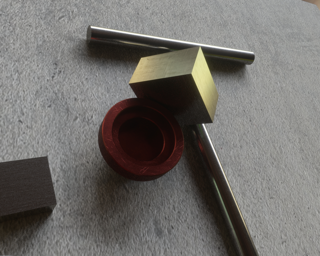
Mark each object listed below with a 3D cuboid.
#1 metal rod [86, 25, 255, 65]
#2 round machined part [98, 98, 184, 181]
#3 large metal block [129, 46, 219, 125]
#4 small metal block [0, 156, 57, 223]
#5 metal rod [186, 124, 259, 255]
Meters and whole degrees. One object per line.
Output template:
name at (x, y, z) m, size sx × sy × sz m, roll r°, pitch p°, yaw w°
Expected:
metal rod at (0.034, -0.130, 0.503) m, size 0.303 × 0.025 × 0.025 m, roll 0°, pitch 62°, yaw -29°
round machined part at (-0.025, 0.016, 0.368) m, size 0.099 × 0.042 × 0.098 m, roll 11°, pitch 61°, yaw -20°
large metal block at (0.021, -0.048, 0.390) m, size 0.080 × 0.080 × 0.050 m, roll 59°, pitch 38°, yaw -40°
small metal block at (-0.132, 0.058, 0.298) m, size 0.050 × 0.025 × 0.050 m, roll -6°, pitch 65°, yaw -31°
metal rod at (0.061, 0.027, 0.422) m, size 0.025 × 0.025 × 0.299 m, roll -5°, pitch 64°, yaw -31°
